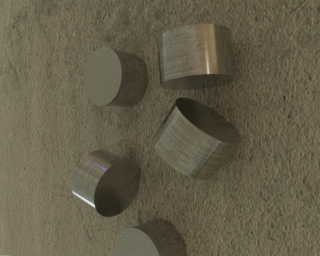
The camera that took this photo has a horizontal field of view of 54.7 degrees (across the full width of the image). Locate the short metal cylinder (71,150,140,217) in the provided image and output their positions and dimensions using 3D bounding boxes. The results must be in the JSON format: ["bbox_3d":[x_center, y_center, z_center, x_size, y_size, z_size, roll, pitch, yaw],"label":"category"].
[{"bbox_3d":[-0.074,0.075,0.431,0.050,0.081,0.079,18,102,38],"label":"short metal cylinder"}]

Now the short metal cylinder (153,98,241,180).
[{"bbox_3d":[0.039,0.010,0.337,0.080,0.081,0.050,46,118,30],"label":"short metal cylinder"}]

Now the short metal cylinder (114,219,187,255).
[{"bbox_3d":[-0.013,0.163,0.400,0.080,0.050,0.080,0,90,40],"label":"short metal cylinder"}]

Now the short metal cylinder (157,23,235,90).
[{"bbox_3d":[0.039,-0.074,0.337,0.080,0.081,0.050,-7,86,40],"label":"short metal cylinder"}]

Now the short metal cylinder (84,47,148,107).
[{"bbox_3d":[-0.064,-0.070,0.441,0.080,0.050,0.080,0,90,40],"label":"short metal cylinder"}]
